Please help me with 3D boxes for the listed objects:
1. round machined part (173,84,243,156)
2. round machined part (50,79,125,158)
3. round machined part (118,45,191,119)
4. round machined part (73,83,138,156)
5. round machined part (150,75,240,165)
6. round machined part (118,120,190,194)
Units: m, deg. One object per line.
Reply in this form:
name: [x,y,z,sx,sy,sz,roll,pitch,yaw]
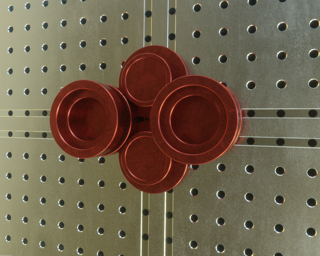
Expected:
round machined part: [0.053,-0.010,0.384,0.098,0.042,0.097,0,90,20]
round machined part: [-0.089,-0.011,0.401,0.098,0.042,0.097,0,90,20]
round machined part: [-0.011,-0.060,0.407,0.098,0.042,0.097,0,90,20]
round machined part: [-0.075,-0.011,0.430,0.098,0.042,0.097,0,90,20]
round machined part: [0.042,-0.009,0.354,0.098,0.042,0.097,0,90,20]
round machined part: [-0.011,0.038,0.407,0.098,0.042,0.097,0,90,20]
